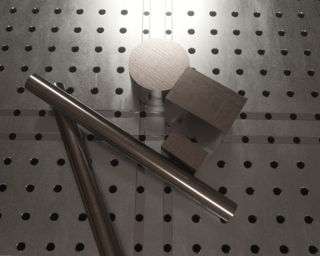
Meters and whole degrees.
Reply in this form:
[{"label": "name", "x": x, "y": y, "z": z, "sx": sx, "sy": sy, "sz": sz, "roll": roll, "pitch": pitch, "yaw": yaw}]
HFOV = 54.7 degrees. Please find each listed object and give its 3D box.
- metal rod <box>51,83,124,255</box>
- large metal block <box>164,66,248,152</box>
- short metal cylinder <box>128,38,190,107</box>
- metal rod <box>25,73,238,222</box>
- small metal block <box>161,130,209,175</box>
[{"label": "metal rod", "x": -0.088, "y": 0.074, "z": 0.383, "sx": 0.025, "sy": 0.025, "sz": 0.299, "roll": -21, "pitch": 72, "yaw": -8}, {"label": "large metal block", "x": 0.053, "y": -0.021, "z": 0.391, "sx": 0.080, "sy": 0.080, "sz": 0.050, "roll": 31, "pitch": 73, "yaw": 10}, {"label": "short metal cylinder", "x": -0.001, "y": -0.076, "z": 0.426, "sx": 0.081, "sy": 0.050, "sz": 0.080, "roll": 0, "pitch": 70, "yaw": -1}, {"label": "metal rod", "x": -0.039, "y": 0.021, "z": 0.387, "sx": 0.301, "sy": 0.025, "sz": 0.025, "roll": 33, "pitch": 73, "yaw": 4}, {"label": "small metal block", "x": 0.029, "y": 0.034, "z": 0.387, "sx": 0.050, "sy": 0.050, "sz": 0.025, "roll": 34, "pitch": 73, "yaw": 11}]
